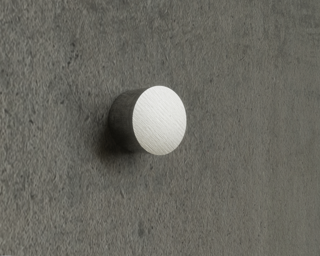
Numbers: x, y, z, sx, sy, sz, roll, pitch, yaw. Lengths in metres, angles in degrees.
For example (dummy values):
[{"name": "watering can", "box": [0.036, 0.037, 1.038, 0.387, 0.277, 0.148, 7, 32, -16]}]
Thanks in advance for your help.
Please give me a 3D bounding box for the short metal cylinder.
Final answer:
[{"name": "short metal cylinder", "box": [-0.014, -0.009, 0.375, 0.081, 0.050, 0.080, 0, 90, -40]}]
